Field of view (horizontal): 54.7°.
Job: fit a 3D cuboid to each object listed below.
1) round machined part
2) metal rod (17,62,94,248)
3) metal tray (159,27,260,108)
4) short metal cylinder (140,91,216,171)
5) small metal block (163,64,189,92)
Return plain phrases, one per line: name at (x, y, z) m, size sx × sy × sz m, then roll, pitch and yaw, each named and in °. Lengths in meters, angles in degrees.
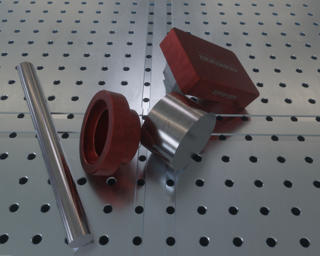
round machined part at (-0.057, 0.007, 0.363) m, size 0.042 × 0.097 × 0.098 m, roll 11°, pitch 43°, yaw -32°
metal rod at (-0.144, 0.010, 0.397) m, size 0.025 × 0.025 × 0.300 m, roll -20°, pitch 53°, yaw -16°
metal tray at (0.069, -0.078, 0.419) m, size 0.131 × 0.030 × 0.090 m, roll 7°, pitch 50°, yaw -40°
short metal cylinder at (0.022, 0.003, 0.369) m, size 0.050 × 0.080 × 0.080 m, roll 35°, pitch 58°, yaw 26°
small metal block at (0.030, -0.084, 0.459) m, size 0.025 × 0.050 × 0.050 m, roll 5°, pitch 47°, yaw -24°
